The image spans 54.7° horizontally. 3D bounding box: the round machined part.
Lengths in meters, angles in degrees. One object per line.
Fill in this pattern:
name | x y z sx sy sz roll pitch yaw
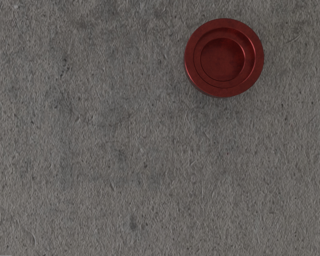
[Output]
round machined part | 0.079 -0.087 0.402 0.099 0.042 0.097 0 90 0
